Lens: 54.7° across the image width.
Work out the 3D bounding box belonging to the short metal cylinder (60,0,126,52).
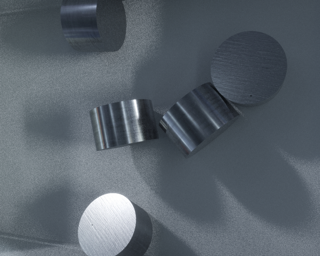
[{"bbox_3d":[-0.085,-0.142,0.410,0.050,0.080,0.079,4,92,19],"label":"short metal cylinder"}]

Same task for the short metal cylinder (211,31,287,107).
[{"bbox_3d":[0.104,-0.066,0.360,0.080,0.050,0.079,0,90,19],"label":"short metal cylinder"}]

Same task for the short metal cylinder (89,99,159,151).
[{"bbox_3d":[-0.045,-0.003,0.396,0.080,0.080,0.050,-13,86,19],"label":"short metal cylinder"}]

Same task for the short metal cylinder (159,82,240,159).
[{"bbox_3d":[0.046,-0.008,0.365,0.080,0.080,0.050,-42,77,15],"label":"short metal cylinder"}]

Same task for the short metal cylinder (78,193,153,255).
[{"bbox_3d":[-0.056,0.131,0.398,0.080,0.050,0.080,-12,55,18],"label":"short metal cylinder"}]
